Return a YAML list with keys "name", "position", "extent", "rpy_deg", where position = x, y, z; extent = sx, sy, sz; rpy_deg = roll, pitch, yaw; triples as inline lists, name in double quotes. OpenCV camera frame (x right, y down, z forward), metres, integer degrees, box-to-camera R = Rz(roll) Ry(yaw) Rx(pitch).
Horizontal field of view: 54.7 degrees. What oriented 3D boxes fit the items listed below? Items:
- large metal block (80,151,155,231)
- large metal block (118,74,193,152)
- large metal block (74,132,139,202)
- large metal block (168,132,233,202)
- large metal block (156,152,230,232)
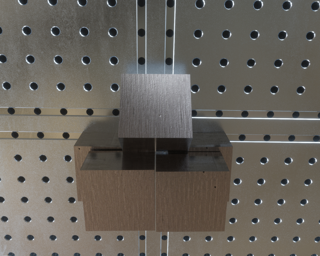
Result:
- name: "large metal block"
  position: [-0.046, 0.074, 0.370]
  extent: [0.081, 0.050, 0.079]
  rpy_deg: [0, 110, -1]
- name: "large metal block"
  position: [-0.005, -0.017, 0.372]
  extent: [0.081, 0.050, 0.080]
  rpy_deg: [0, 68, -1]
- name: "large metal block"
  position: [-0.067, 0.052, 0.419]
  extent: [0.081, 0.050, 0.079]
  rpy_deg: [1, 110, -1]
- name: "large metal block"
  position: [0.050, 0.052, 0.419]
  extent: [0.081, 0.050, 0.079]
  rpy_deg: [-1, 110, 0]
- name: "large metal block"
  position: [0.036, 0.076, 0.373]
  extent: [0.081, 0.050, 0.079]
  rpy_deg: [0, 110, -1]
